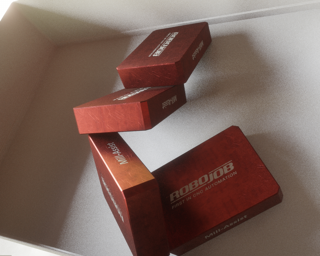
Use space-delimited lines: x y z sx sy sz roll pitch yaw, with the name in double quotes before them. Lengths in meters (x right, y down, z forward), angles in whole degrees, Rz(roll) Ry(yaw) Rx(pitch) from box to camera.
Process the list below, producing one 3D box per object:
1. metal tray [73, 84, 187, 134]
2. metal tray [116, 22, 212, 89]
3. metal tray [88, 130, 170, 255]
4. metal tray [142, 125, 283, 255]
"metal tray" -0.030 -0.028 0.380 0.090 0.030 0.131 -3 16 23
"metal tray" 0.010 -0.103 0.428 0.090 0.030 0.130 0 37 28
"metal tray" -0.036 0.064 0.319 0.030 0.089 0.130 -18 28 -19
"metal tray" 0.050 0.066 0.335 0.130 0.030 0.090 -31 52 8
